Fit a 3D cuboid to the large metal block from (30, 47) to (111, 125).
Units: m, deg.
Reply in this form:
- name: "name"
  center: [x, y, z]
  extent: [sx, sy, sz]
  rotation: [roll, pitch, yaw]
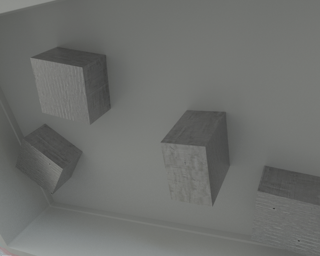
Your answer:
- name: "large metal block"
  center: [-0.118, -0.058, 0.419]
  extent: [0.080, 0.050, 0.079]
  rotation: [14, 124, 20]

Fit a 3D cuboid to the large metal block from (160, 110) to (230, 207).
- name: "large metal block"
  center: [0.046, 0.033, 0.369]
  extent: [0.050, 0.080, 0.079]
  rotation: [4, 120, 26]

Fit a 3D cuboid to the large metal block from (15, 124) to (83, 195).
- name: "large metal block"
  center: [-0.189, 0.054, 0.526]
  extent: [0.080, 0.050, 0.080]
  rotation: [37, 129, 3]

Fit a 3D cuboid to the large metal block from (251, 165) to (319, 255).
- name: "large metal block"
  center: [0.158, 0.099, 0.370]
  extent: [0.080, 0.050, 0.079]
  rotation: [10, 123, 22]
